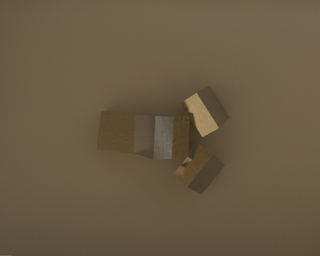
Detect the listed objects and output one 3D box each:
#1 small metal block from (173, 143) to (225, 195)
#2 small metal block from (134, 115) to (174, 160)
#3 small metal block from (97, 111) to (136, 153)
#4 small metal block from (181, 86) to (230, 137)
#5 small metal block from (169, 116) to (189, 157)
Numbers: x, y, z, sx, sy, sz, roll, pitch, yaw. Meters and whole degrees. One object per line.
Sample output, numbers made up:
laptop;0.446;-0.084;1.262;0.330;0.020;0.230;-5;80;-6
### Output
small metal block;0.051;0.053;0.395;0.025;0.050;0.050;38;89;35
small metal block;-0.009;0.010;0.379;0.025;0.050;0.050;1;93;-32
small metal block;-0.053;0.005;0.408;0.050;0.025;0.050;7;90;-1
small metal block;0.059;-0.022;0.395;0.025;0.050;0.050;-32;91;32
small metal block;0.022;0.010;0.398;0.025;0.050;0.050;1;90;0
